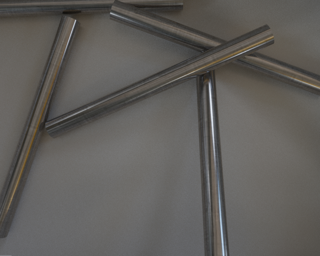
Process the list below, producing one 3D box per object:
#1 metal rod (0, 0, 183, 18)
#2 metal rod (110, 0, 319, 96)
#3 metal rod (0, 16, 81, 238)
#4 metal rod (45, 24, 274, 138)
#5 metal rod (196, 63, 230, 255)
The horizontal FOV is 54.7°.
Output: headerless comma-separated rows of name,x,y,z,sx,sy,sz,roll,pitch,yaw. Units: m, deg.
metal rod,-0.121,-0.163,0.409,0.302,0.025,0.025,-2,90,-1
metal rod,0.083,-0.101,0.403,0.302,0.025,0.025,19,90,-4
metal rod,-0.166,-0.002,0.409,0.025,0.025,0.298,19,90,-1
metal rod,-0.006,-0.055,0.390,0.301,0.025,0.025,-23,90,7
metal rod,0.059,0.047,0.353,0.025,0.025,0.299,1,66,0
